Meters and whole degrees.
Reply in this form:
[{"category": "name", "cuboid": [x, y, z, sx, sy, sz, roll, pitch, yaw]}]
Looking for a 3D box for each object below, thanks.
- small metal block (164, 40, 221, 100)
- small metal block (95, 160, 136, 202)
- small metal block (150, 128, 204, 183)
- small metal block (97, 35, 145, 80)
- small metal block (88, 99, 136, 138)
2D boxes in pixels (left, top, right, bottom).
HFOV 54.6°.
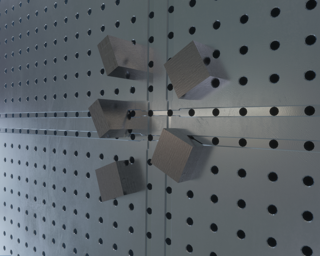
[{"category": "small metal block", "cuboid": [0.038, -0.069, 0.379, 0.050, 0.025, 0.050, -34, 69, 35]}, {"category": "small metal block", "cuboid": [-0.067, 0.080, 0.466, 0.050, 0.025, 0.050, -25, 74, 37]}, {"category": "small metal block", "cuboid": [0.021, 0.034, 0.393, 0.050, 0.025, 0.050, 32, 110, 35]}, {"category": "small metal block", "cuboid": [-0.055, -0.099, 0.440, 0.025, 0.050, 0.050, -32, 70, 36]}, {"category": "small metal block", "cuboid": [-0.069, -0.014, 0.452, 0.025, 0.050, 0.050, -37, 67, 34]}]
